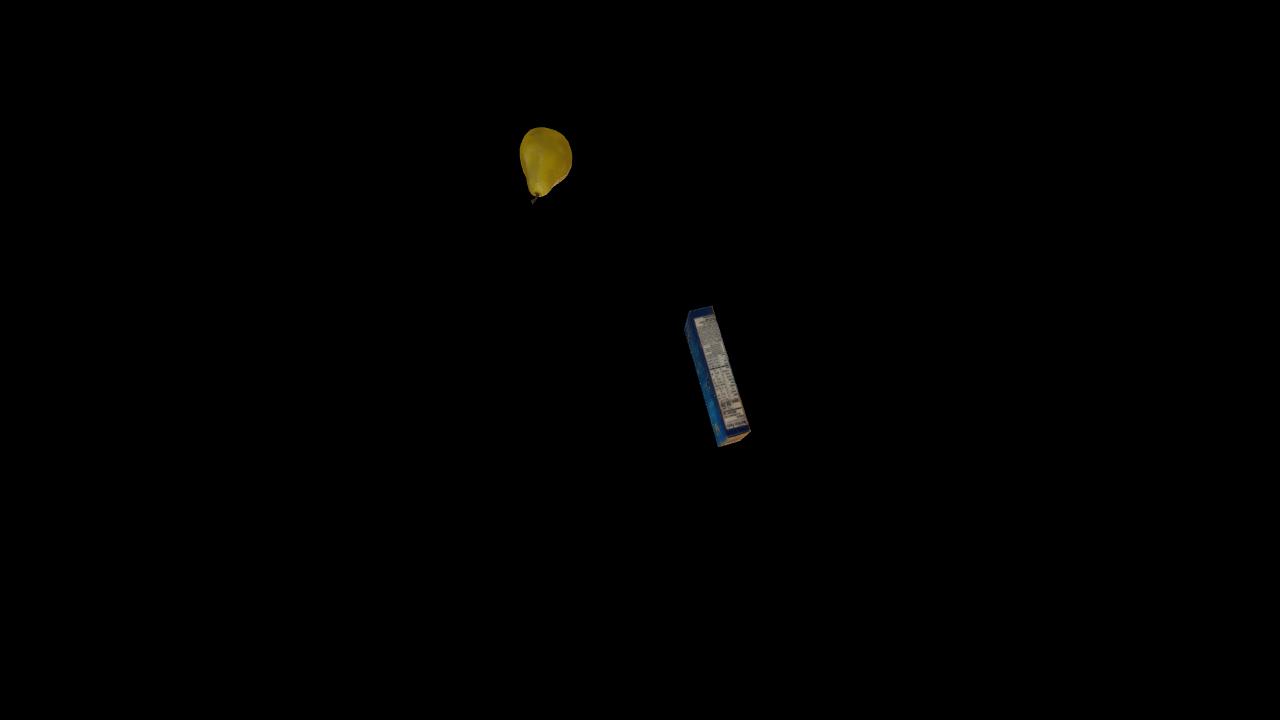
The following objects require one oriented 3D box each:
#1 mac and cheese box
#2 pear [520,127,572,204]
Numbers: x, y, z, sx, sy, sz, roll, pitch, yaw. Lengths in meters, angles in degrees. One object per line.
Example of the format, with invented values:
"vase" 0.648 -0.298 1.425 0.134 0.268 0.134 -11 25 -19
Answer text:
"mac and cheese box" 0.106 0.024 0.869 0.041 0.184 0.093 -14 -14 -5
"pear" -0.132 -0.259 0.847 0.080 0.111 0.080 6 -10 1
